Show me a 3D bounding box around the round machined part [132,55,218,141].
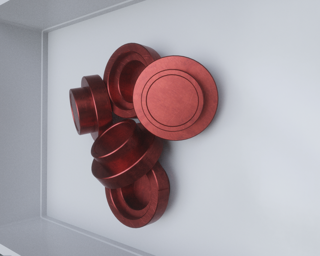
[{"bbox_3d":[0.016,-0.033,0.351,0.098,0.042,0.097,2,101,9],"label":"round machined part"}]

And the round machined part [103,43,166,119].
[{"bbox_3d":[-0.029,-0.061,0.416,0.098,0.042,0.097,0,90,40],"label":"round machined part"}]

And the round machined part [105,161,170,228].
[{"bbox_3d":[-0.025,0.079,0.414,0.098,0.042,0.097,0,90,40],"label":"round machined part"}]

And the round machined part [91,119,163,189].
[{"bbox_3d":[-0.048,0.026,0.397,0.098,0.098,0.042,-8,129,39],"label":"round machined part"}]

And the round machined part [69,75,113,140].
[{"bbox_3d":[-0.104,-0.026,0.451,0.098,0.042,0.097,168,90,-68],"label":"round machined part"}]
